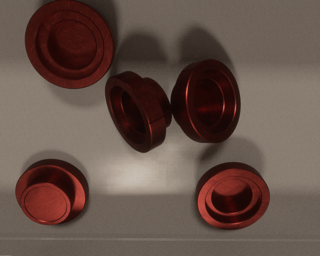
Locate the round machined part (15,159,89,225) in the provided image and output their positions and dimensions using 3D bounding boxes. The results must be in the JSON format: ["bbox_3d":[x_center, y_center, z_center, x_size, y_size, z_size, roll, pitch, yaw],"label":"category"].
[{"bbox_3d":[-0.154,0.096,0.436,0.099,0.042,0.097,0,110,-1],"label":"round machined part"}]

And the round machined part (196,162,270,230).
[{"bbox_3d":[0.099,0.091,0.437,0.099,0.042,0.097,0,110,-1],"label":"round machined part"}]

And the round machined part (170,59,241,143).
[{"bbox_3d":[0.051,-0.031,0.373,0.099,0.042,0.097,2,88,-41],"label":"round machined part"}]

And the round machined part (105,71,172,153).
[{"bbox_3d":[-0.022,-0.022,0.374,0.042,0.098,0.097,-28,112,-28],"label":"round machined part"}]

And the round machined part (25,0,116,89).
[{"bbox_3d":[-0.101,-0.098,0.365,0.099,0.042,0.097,0,110,-1],"label":"round machined part"}]
